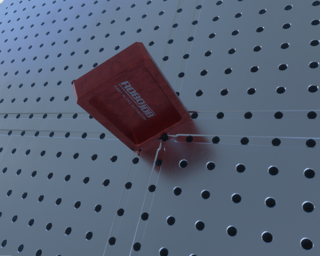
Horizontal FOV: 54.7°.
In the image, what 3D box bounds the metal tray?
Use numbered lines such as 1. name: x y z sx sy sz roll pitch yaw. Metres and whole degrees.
1. metal tray: -0.028 -0.030 0.372 0.090 0.130 0.030 -31 52 8
